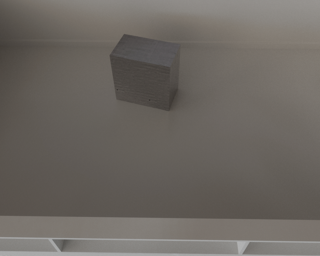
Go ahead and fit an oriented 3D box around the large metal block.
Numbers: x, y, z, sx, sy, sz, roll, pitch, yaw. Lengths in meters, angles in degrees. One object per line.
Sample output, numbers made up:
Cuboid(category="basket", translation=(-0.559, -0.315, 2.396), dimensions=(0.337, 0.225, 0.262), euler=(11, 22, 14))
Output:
Cuboid(category="large metal block", translation=(-0.018, -0.077, 0.434), dimensions=(0.080, 0.080, 0.050), euler=(13, 52, 11))
